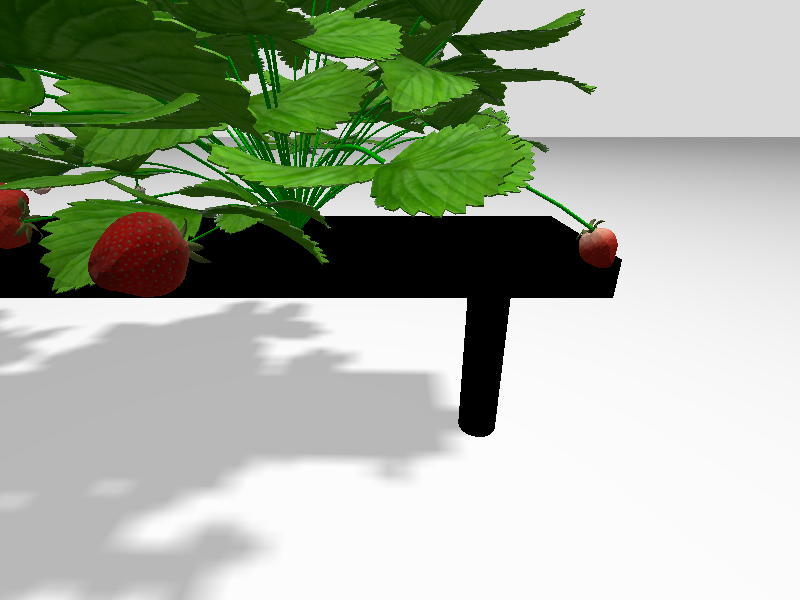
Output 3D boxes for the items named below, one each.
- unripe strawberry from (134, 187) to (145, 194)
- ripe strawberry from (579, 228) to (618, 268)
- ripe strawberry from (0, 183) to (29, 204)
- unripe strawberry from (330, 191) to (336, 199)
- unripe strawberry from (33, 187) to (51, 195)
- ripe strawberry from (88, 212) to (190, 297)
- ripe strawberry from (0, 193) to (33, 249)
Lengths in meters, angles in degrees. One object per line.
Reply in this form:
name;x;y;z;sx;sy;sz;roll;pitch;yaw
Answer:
unripe strawberry;-0.294;-0.122;0.452;0.011;0.011;0.011;13;27;26
ripe strawberry;0.132;-0.034;0.266;0.024;0.028;0.028;-24;11;31
ripe strawberry;-0.390;-0.098;0.390;0.042;0.036;0.042;-7;25;-16
unripe strawberry;-0.082;-0.129;0.488;0.010;0.011;0.011;1;24;3
unripe strawberry;-0.475;-0.148;0.532;0.019;0.017;0.017;8;12;17
ripe strawberry;-0.140;-0.022;0.214;0.045;0.047;0.049;8;26;17
ripe strawberry;-0.302;-0.059;0.300;0.039;0.040;0.035;-6;25;-12
